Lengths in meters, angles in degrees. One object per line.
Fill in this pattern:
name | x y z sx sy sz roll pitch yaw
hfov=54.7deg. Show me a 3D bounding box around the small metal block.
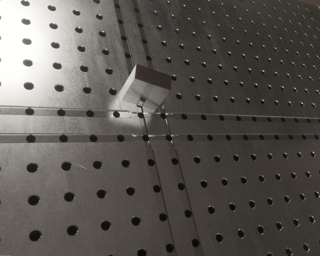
small metal block | -0.018 -0.054 0.416 0.050 0.050 0.025 16 55 -20
